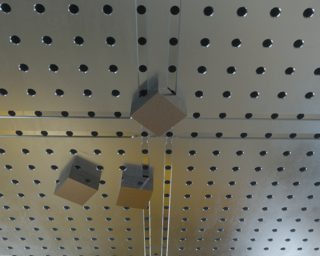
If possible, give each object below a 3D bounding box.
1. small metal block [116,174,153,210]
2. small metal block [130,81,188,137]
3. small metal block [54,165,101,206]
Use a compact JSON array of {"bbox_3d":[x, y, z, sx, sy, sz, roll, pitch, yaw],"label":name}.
[{"bbox_3d":[-0.041,0.103,0.499,0.050,0.025,0.050,10,129,-9],"label":"small metal block"},{"bbox_3d":[-0.002,-0.023,0.392,0.050,0.025,0.050,37,121,-27],"label":"small metal block"},{"bbox_3d":[-0.130,0.091,0.488,0.050,0.025,0.050,30,124,-23],"label":"small metal block"}]
